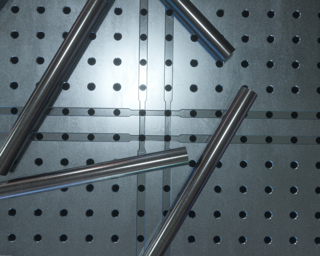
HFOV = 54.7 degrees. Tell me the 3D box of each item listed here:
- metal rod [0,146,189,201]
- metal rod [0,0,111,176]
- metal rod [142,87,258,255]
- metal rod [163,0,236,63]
[{"bbox_3d":[-0.112,0.065,0.411,0.302,0.025,0.025,-11,90,-1],"label":"metal rod"},{"bbox_3d":[-0.139,-0.072,0.411,0.025,0.025,0.299,31,90,-1],"label":"metal rod"},{"bbox_3d":[0.044,0.080,0.414,0.025,0.025,0.299,30,90,-1],"label":"metal rod"},{"bbox_3d":[-0.011,-0.205,0.413,0.025,0.025,0.300,-43,91,0],"label":"metal rod"}]
